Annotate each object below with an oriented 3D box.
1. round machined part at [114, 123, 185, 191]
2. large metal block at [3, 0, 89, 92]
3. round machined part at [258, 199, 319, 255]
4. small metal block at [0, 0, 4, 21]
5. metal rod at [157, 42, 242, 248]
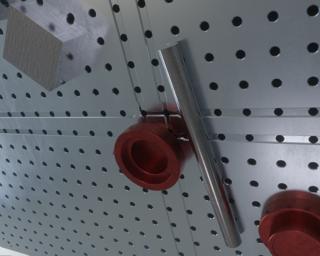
[{"bbox_3d":[-0.011,0.035,0.428,0.098,0.042,0.097,13,124,21],"label":"round machined part"},{"bbox_3d":[-0.151,-0.109,0.407,0.080,0.050,0.079,36,129,4],"label":"large metal block"},{"bbox_3d":[0.176,0.141,0.395,0.098,0.042,0.097,13,124,21],"label":"round machined part"},{"bbox_3d":[-0.246,-0.182,0.428,0.050,0.025,0.050,37,129,3],"label":"small metal block"},{"bbox_3d":[0.059,0.038,0.403,0.025,0.025,0.299,-7,115,31],"label":"metal rod"}]
